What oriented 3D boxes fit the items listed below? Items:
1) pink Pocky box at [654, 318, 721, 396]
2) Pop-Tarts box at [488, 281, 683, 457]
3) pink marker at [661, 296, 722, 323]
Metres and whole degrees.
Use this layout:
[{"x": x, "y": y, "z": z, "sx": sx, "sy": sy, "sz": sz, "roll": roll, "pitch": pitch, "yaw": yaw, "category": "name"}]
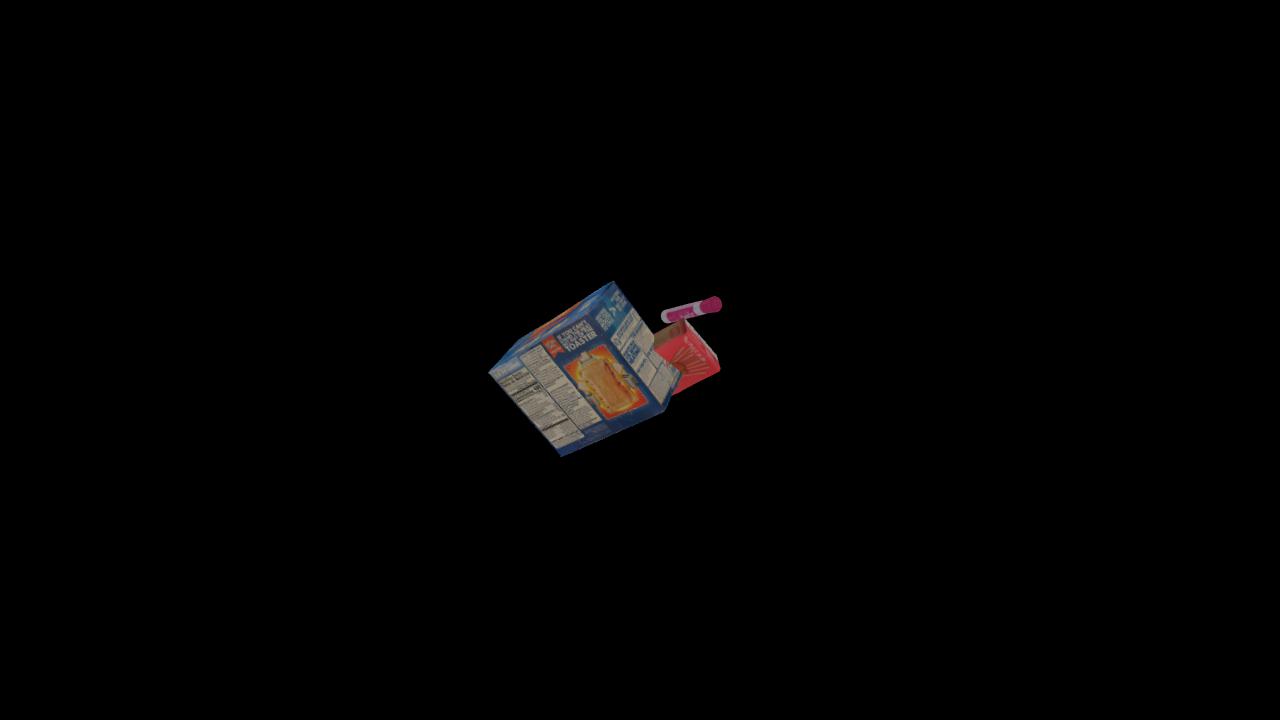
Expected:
[{"x": 0.010, "y": 0.017, "z": 0.737, "sx": 0.155, "sy": 0.029, "sz": 0.084, "roll": -28, "pitch": -47, "yaw": 19, "category": "pink Pocky box"}, {"x": -0.062, "y": 0.015, "z": 0.718, "sx": 0.167, "sy": 0.141, "sz": 0.083, "roll": -28, "pitch": 19, "yaw": 32, "category": "Pop-Tarts box"}, {"x": 0.063, "y": -0.061, "z": 0.761, "sx": 0.020, "sy": 0.020, "sz": 0.121, "roll": 0, "pitch": -3, "yaw": -27, "category": "pink marker"}]
